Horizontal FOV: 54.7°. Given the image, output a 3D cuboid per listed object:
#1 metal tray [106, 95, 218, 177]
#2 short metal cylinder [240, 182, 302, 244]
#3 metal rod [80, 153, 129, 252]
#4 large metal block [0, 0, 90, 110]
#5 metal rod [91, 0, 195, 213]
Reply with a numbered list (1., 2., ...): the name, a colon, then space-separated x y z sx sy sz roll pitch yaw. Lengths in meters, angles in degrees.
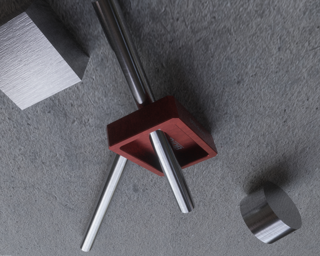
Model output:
1. metal tray: 0.007 0.017 0.389 0.090 0.030 0.130 -25 147 19
2. short metal cylinder: 0.173 0.133 0.487 0.080 0.080 0.050 28 124 -22
3. metal rod: -0.092 0.120 0.507 0.025 0.025 0.298 15 129 -13
4. large metal block: -0.135 -0.077 0.324 0.080 0.050 0.080 -22 127 17
5. metal rod: -0.008 -0.006 0.375 0.025 0.025 0.299 -15 121 11
